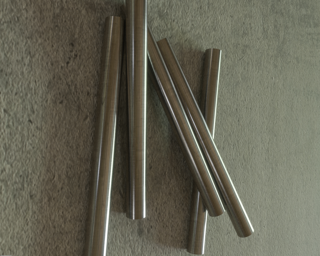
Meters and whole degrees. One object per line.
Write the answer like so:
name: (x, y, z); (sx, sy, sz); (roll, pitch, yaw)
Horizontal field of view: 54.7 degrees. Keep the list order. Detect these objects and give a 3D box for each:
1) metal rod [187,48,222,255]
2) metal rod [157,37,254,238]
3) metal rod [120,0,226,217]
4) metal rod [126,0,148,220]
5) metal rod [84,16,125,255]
metal rod: (0.066, 0.031, 0.460); (0.025, 0.025, 0.298); (10, 84, -40)
metal rod: (0.062, 0.020, 0.429); (0.025, 0.025, 0.299); (-32, 102, -35)
metal rod: (0.022, -0.016, 0.404); (0.025, 0.025, 0.299); (-32, 105, -35)
metal rod: (-0.027, -0.041, 0.362); (0.025, 0.025, 0.298); (-5, 99, -40)
metal rod: (-0.063, 0.023, 0.351); (0.025, 0.025, 0.298); (7, 85, -40)
